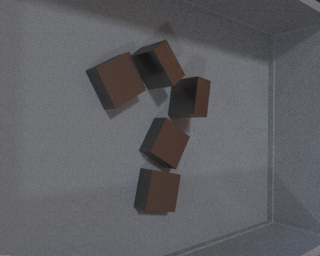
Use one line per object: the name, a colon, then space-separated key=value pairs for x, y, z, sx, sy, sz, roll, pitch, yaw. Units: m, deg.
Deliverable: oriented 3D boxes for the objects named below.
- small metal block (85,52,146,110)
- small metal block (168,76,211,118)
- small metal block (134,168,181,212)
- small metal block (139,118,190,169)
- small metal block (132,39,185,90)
small metal block: x=-0.051 y=-0.056 z=0.365 sx=0.050 sy=0.025 sz=0.050 roll=-36 pitch=113 yaw=-34
small metal block: x=0.040 y=-0.041 z=0.426 sx=0.025 sy=0.050 sz=0.050 roll=12 pitch=83 yaw=-40
small metal block: x=-0.003 y=0.082 z=0.407 sx=0.050 sy=0.025 sz=0.050 roll=16 pitch=80 yaw=-39
small metal block: x=0.007 y=0.021 z=0.415 sx=0.050 sy=0.025 sz=0.050 roll=38 pitch=67 yaw=-34
small metal block: x=-0.004 y=-0.078 z=0.389 sx=0.025 sy=0.050 sz=0.050 roll=-47 pitch=119 yaw=-30
